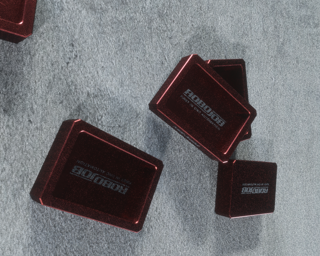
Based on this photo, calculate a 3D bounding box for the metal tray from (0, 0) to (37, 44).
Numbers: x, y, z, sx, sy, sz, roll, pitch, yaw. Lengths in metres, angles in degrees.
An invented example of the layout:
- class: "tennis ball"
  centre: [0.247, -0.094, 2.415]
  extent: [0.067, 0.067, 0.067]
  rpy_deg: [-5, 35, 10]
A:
- class: "metal tray"
  centre: [-0.172, -0.134, 0.256]
  extent: [0.131, 0.030, 0.090]
  rpy_deg: [10, 84, -40]

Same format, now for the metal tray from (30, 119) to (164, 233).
- class: "metal tray"
  centre: [-0.063, 0.056, 0.348]
  extent: [0.131, 0.030, 0.090]
  rpy_deg: [31, 71, -36]

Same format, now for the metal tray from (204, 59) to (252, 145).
- class: "metal tray"
  centre: [0.100, -0.040, 0.484]
  extent: [0.091, 0.030, 0.129]
  rpy_deg: [-12, 98, -39]

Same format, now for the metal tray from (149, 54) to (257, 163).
- class: "metal tray"
  centre: [0.061, -0.025, 0.421]
  extent: [0.130, 0.030, 0.090]
  rpy_deg: [38, 79, -20]

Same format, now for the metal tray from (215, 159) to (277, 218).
- class: "metal tray"
  centre: [0.150, 0.100, 0.527]
  extent: [0.131, 0.030, 0.089]
  rpy_deg: [8, 85, -40]
